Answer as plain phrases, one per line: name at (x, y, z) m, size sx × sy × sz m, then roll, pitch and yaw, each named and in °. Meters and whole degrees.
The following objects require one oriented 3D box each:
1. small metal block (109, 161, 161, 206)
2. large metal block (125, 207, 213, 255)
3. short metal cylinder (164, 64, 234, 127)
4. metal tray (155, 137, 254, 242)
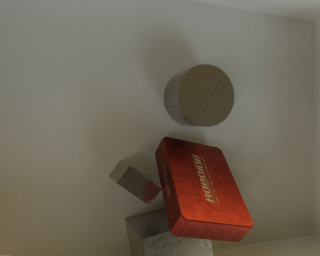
small metal block at (-0.032, 0.068, 0.386) m, size 0.050 × 0.050 × 0.025 m, roll 39°, pitch 78°, yaw -16°
large metal block at (0.008, 0.137, 0.386) m, size 0.081 × 0.080 × 0.050 m, roll -10°, pitch 94°, yaw -20°
short metal cylinder at (0.052, -0.042, 0.418) m, size 0.081 × 0.050 × 0.079 m, roll 0°, pitch 90°, yaw -21°
metal tray at (0.048, 0.070, 0.380) m, size 0.091 × 0.130 × 0.030 m, roll 13°, pitch 125°, yaw -20°
